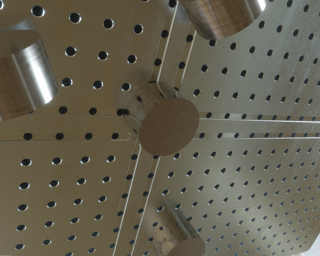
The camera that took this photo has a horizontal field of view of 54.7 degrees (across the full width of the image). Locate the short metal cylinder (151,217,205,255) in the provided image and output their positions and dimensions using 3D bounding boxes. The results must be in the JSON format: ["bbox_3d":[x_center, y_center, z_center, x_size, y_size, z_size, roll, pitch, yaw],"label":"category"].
[{"bbox_3d":[0.031,0.203,0.540,0.081,0.050,0.079,-14,125,-21],"label":"short metal cylinder"}]

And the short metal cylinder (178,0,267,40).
[{"bbox_3d":[0.064,-0.140,0.326,0.080,0.080,0.050,-42,130,0],"label":"short metal cylinder"}]

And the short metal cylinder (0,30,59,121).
[{"bbox_3d":[-0.137,-0.048,0.271,0.081,0.080,0.050,-21,127,-17],"label":"short metal cylinder"}]

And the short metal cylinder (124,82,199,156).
[{"bbox_3d":[0.002,-0.012,0.390,0.081,0.050,0.079,-14,125,-21],"label":"short metal cylinder"}]
